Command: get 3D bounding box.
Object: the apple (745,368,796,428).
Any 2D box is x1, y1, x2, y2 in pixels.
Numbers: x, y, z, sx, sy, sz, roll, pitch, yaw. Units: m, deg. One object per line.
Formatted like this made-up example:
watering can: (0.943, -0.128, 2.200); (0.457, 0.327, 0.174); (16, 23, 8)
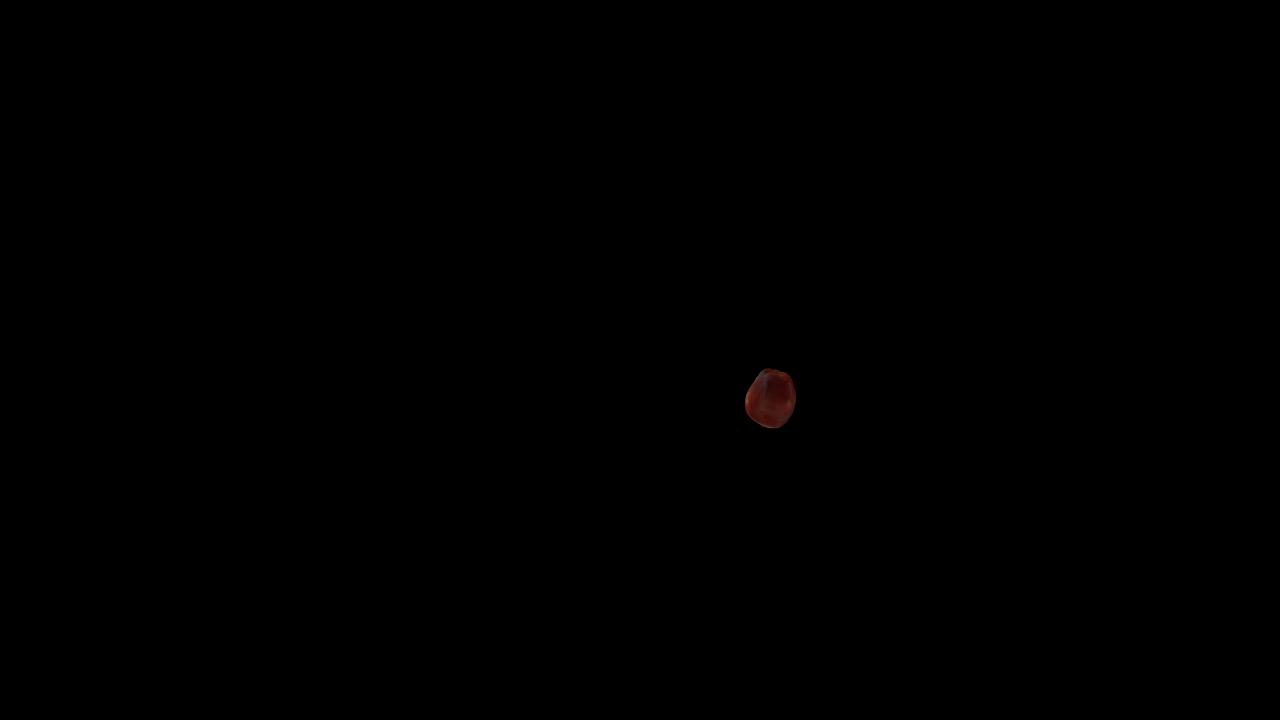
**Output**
apple: (0.206, 0.062, 0.963); (0.079, 0.093, 0.079); (12, 16, -4)
